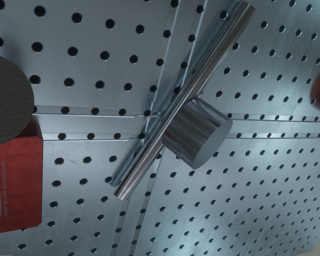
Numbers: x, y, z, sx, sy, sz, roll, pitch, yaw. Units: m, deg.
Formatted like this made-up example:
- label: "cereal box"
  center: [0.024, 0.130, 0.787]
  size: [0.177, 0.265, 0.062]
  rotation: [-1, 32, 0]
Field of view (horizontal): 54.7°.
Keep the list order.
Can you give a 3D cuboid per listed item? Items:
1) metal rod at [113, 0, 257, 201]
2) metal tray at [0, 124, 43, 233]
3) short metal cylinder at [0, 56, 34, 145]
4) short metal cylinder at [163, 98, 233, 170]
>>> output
- label: "metal rod"
  center: [0.026, -0.027, 0.408]
  size: [0.025, 0.025, 0.299]
  rotation: [25, 105, -37]
- label: "metal tray"
  center: [-0.181, 0.060, 0.346]
  size: [0.091, 0.030, 0.129]
  rotation: [-3, 120, -27]
- label: "short metal cylinder"
  center: [-0.158, -0.025, 0.276]
  size: [0.081, 0.050, 0.079]
  rotation: [-4, 98, -27]
- label: "short metal cylinder"
  center: [0.050, 0.007, 0.406]
  size: [0.080, 0.050, 0.080]
  rotation: [-41, 155, -23]
